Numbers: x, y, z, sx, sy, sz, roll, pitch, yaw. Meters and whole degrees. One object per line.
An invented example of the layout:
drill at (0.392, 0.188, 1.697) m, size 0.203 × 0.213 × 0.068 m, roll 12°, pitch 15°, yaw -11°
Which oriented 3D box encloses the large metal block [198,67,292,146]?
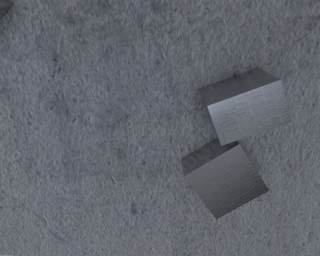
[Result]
large metal block at (0.097, -0.029, 0.371) m, size 0.080 × 0.080 × 0.050 m, roll -20°, pitch 109°, yaw 7°

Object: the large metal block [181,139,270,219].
large metal block at (0.086, 0.063, 0.421) m, size 0.080 × 0.050 × 0.080 m, roll -33°, pitch 107°, yaw 11°

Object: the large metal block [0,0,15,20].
large metal block at (-0.217, -0.145, 0.324) m, size 0.050 × 0.080 × 0.080 m, roll -42°, pitch 105°, yaw 13°
